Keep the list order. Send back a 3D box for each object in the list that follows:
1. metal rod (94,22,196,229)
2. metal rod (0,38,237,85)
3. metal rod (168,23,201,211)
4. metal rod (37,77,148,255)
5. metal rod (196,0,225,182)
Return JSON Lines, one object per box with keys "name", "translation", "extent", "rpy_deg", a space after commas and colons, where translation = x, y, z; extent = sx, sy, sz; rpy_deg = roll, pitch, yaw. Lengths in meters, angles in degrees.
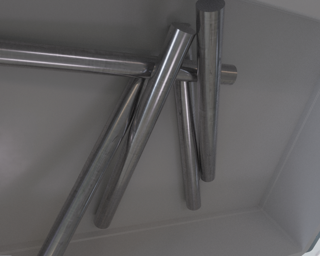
{"name": "metal rod", "translation": [-0.031, 0.021, 0.367], "extent": [0.025, 0.025, 0.298], "rpy_deg": [3, 128, -30]}
{"name": "metal rod", "translation": [-0.054, -0.067, 0.317], "extent": [0.302, 0.025, 0.025], "rpy_deg": [1, 118, -22]}
{"name": "metal rod", "translation": [0.039, 0.007, 0.433], "extent": [0.025, 0.025, 0.298], "rpy_deg": [-20, 126, -17]}
{"name": "metal rod", "translation": [-0.083, 0.065, 0.345], "extent": [0.025, 0.025, 0.299], "rpy_deg": [31, 83, -38]}
{"name": "metal rod", "translation": [0.060, -0.015, 0.382], "extent": [0.025, 0.025, 0.299], "rpy_deg": [-26, 143, -12]}
